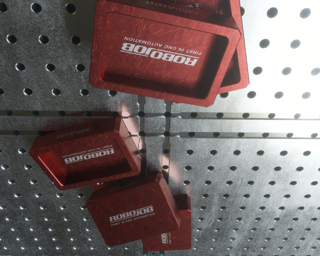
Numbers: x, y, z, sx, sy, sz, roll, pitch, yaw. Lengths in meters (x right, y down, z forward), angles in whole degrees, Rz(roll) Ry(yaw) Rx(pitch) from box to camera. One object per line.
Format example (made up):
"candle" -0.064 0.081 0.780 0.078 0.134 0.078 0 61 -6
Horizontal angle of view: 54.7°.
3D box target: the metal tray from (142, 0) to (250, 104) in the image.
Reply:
"metal tray" 0.041 -0.093 0.329 0.090 0.030 0.129 -13 129 10

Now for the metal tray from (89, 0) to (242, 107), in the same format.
"metal tray" 0.001 -0.074 0.305 0.131 0.030 0.089 9 130 -9

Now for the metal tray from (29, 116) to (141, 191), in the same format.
"metal tray" -0.102 0.039 0.440 0.131 0.030 0.090 -13 129 10

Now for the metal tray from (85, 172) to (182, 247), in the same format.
"metal tray" -0.042 0.133 0.498 0.130 0.030 0.090 -20 104 16

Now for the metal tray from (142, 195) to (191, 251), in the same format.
"metal tray" 0.010 0.175 0.558 0.091 0.030 0.129 -3 130 2
